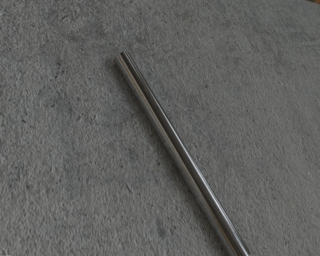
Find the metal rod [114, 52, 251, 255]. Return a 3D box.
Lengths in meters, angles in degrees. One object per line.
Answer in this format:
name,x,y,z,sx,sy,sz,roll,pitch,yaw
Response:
metal rod,0.021,0.026,0.398,0.025,0.025,0.299,-20,73,-36
